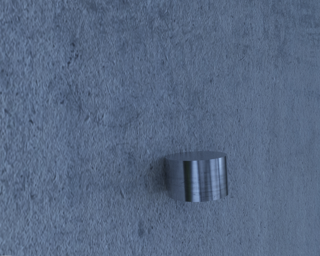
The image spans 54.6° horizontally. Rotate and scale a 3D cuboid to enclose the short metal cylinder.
[{"bbox_3d":[0.049,0.061,0.409,0.081,0.080,0.050,-6,94,-40],"label":"short metal cylinder"}]
